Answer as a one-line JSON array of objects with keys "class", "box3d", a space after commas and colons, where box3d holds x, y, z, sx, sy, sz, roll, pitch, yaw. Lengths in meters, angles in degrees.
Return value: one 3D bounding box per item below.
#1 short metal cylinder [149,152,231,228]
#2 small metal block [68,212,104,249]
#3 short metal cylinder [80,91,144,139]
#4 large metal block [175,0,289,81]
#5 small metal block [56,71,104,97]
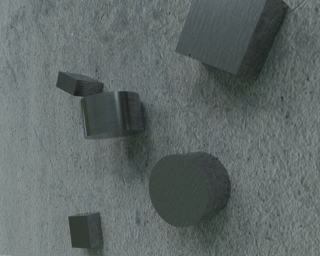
[{"class": "short metal cylinder", "box3d": [0.034, 0.069, 0.359, 0.080, 0.050, 0.079, 0, 90, 39]}, {"class": "small metal block", "box3d": [-0.120, 0.165, 0.501, 0.050, 0.025, 0.050, -15, 80, 38]}, {"class": "short metal cylinder", "box3d": [-0.064, -0.015, 0.420, 0.080, 0.081, 0.050, -13, 82, 39]}, {"class": "large metal block", "box3d": [0.073, -0.103, 0.327, 0.080, 0.050, 0.079, 31, 109, 35]}, {"class": "small metal block", "box3d": [-0.127, -0.068, 0.490, 0.050, 0.050, 0.025, 26, 107, 36]}]
